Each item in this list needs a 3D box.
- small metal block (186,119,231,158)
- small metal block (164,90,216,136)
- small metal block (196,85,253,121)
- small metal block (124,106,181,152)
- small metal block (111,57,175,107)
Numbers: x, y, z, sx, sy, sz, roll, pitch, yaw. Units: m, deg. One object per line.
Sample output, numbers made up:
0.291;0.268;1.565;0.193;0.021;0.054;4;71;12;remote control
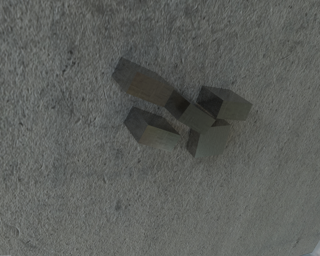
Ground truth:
0.071;0.014;0.454;0.050;0.025;0.050;-5;121;-26;small metal block
0.035;-0.021;0.397;0.050;0.050;0.025;28;103;-38;small metal block
0.086;-0.034;0.417;0.050;0.050;0.025;3;117;-30;small metal block
-0.010;0.001;0.386;0.050;0.050;0.025;18;109;-36;small metal block
-0.020;-0.052;0.348;0.050;0.050;0.025;19;109;-36;small metal block
